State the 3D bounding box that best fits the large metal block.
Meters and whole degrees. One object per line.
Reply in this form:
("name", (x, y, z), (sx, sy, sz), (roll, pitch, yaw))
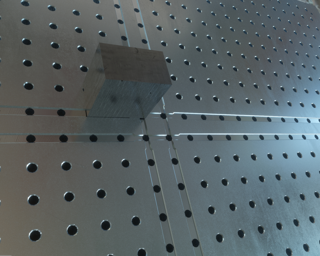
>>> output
("large metal block", (-0.044, -0.054, 0.384), (0.081, 0.080, 0.050), (1, 62, -28))
